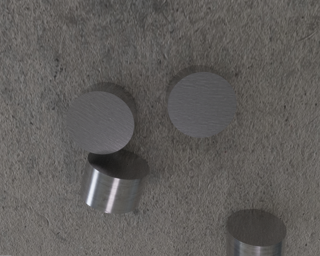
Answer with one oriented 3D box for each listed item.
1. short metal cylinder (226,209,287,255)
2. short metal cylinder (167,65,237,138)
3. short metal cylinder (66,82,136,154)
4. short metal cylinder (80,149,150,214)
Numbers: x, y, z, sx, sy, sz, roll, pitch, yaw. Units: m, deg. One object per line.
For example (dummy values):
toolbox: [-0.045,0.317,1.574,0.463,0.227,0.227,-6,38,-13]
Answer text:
short metal cylinder: [0.135,0.160,0.441,0.080,0.080,0.050,-4,110,1]
short metal cylinder: [0.049,-0.034,0.384,0.081,0.050,0.079,0,110,0]
short metal cylinder: [-0.071,-0.013,0.391,0.081,0.050,0.079,0,110,0]
short metal cylinder: [-0.059,0.066,0.404,0.080,0.080,0.050,15,110,-6]
